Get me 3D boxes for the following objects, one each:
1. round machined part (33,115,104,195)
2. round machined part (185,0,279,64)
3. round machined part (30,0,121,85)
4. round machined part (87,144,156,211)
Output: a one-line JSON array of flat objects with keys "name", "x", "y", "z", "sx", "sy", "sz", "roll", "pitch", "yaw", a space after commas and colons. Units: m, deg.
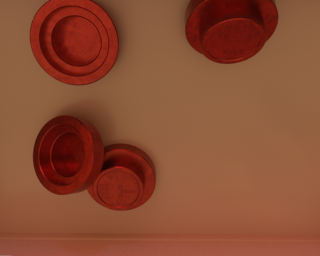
[{"name": "round machined part", "x": -0.111, "y": 0.034, "z": 0.397, "sx": 0.098, "sy": 0.042, "sz": 0.097, "roll": -3, "pitch": 84, "yaw": 26}, {"name": "round machined part", "x": 0.077, "y": -0.107, "z": 0.335, "sx": 0.099, "sy": 0.042, "sz": 0.098, "roll": 0, "pitch": 152, "yaw": 0}, {"name": "round machined part", "x": -0.095, "y": -0.102, "z": 0.363, "sx": 0.099, "sy": 0.042, "sz": 0.097, "roll": 0, "pitch": 110, "yaw": 0}, {"name": "round machined part", "x": -0.055, "y": 0.075, "z": 0.429, "sx": 0.099, "sy": 0.042, "sz": 0.097, "roll": 0, "pitch": 110, "yaw": 0}]
